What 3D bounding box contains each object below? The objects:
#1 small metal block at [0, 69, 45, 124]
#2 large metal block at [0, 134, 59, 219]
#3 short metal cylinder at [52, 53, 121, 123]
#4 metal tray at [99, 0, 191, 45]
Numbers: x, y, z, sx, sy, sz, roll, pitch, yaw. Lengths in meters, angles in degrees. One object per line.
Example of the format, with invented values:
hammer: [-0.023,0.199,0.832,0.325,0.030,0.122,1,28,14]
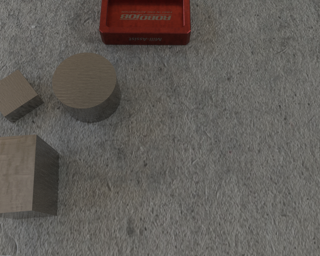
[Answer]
small metal block: [-0.197,-0.043,0.422,0.050,0.025,0.050,-38,74,-13]
large metal block: [-0.155,0.059,0.356,0.050,0.080,0.080,-4,70,-2]
short metal cylinder: [-0.095,-0.053,0.413,0.081,0.050,0.080,0,70,0]
metal tray: [-0.021,-0.172,0.467,0.131,0.030,0.090,0,70,0]
